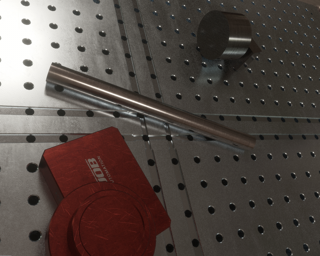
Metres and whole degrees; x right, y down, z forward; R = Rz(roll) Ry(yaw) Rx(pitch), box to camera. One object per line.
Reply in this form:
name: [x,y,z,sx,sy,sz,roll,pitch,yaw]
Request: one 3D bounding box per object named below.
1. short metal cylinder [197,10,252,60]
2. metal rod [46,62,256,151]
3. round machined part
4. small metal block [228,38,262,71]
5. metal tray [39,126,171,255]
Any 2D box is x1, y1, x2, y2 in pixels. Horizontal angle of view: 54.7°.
short metal cylinder: [0.108,-0.157,0.530,0.050,0.080,0.080,-8,66,-32]
metal rod: [0.001,-0.023,0.423,0.302,0.025,0.025,19,54,-18]
round machined part: [-0.048,0.094,0.276,0.099,0.042,0.098,13,56,-21]
small metal block: [0.146,-0.139,0.559,0.025,0.050,0.050,-20,73,-36]
metal tray: [-0.059,0.070,0.332,0.091,0.030,0.130,-22,74,-36]
